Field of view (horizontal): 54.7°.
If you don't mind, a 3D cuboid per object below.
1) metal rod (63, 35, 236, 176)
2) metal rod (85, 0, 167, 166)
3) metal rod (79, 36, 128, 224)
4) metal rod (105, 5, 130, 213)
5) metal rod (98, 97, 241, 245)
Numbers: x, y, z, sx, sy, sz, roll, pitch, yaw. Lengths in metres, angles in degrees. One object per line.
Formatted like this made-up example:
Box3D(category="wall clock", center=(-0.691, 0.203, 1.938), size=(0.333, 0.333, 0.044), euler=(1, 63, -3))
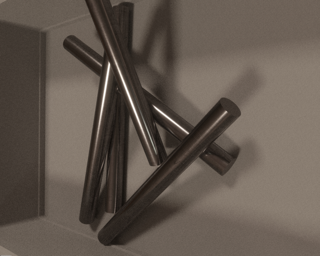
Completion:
Box3D(category="metal rod", center=(-0.030, -0.043, 0.405), size=(0.300, 0.025, 0.025), euler=(39, 114, 25))
Box3D(category="metal rod", center=(-0.051, -0.092, 0.347), size=(0.025, 0.025, 0.298), euler=(-6, 112, 39))
Box3D(category="metal rod", center=(-0.085, 0.019, 0.435), size=(0.025, 0.025, 0.298), euler=(35, 123, 34))
Box3D(category="metal rod", center=(-0.063, -0.025, 0.456), size=(0.025, 0.025, 0.298), euler=(4, 93, 39))
Box3D(category="metal rod", center=(-0.008, 0.073, 0.385), size=(0.298, 0.025, 0.025), euler=(-51, 60, 36))
